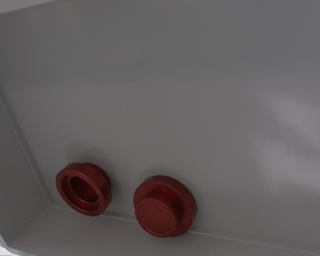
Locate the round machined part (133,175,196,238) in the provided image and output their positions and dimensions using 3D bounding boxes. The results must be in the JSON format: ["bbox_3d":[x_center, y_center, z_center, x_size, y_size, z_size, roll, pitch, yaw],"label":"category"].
[{"bbox_3d":[0.002,0.124,0.466,0.098,0.042,0.097,11,116,23],"label":"round machined part"}]

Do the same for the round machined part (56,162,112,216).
[{"bbox_3d":[-0.123,0.098,0.523,0.098,0.042,0.097,13,124,21],"label":"round machined part"}]
